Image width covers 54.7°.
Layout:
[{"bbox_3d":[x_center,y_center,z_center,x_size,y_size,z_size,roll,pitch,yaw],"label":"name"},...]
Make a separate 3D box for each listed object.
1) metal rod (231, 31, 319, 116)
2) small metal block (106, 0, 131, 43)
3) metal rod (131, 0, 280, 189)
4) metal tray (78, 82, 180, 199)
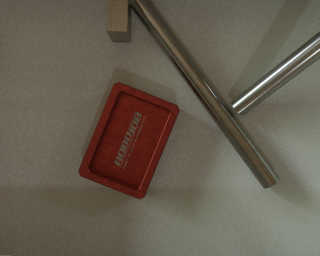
[{"bbox_3d":[0.204,-0.113,0.345,0.299,0.025,0.025,-41,91,28],"label":"metal rod"},{"bbox_3d":[-0.052,-0.142,0.398,0.025,0.050,0.050,2,90,0],"label":"small metal block"},{"bbox_3d":[0.060,-0.047,0.412,0.025,0.025,0.299,-36,90,0],"label":"metal rod"},{"bbox_3d":[-0.039,0.016,0.408,0.090,0.030,0.129,22,90,-1],"label":"metal tray"}]
